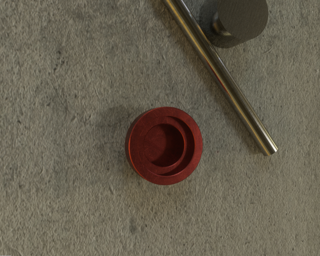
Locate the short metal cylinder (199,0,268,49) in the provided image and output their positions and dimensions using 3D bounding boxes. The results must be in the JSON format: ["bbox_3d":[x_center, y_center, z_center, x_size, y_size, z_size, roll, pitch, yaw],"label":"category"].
[{"bbox_3d":[0.103,-0.157,0.435,0.081,0.050,0.079,0,90,-21],"label":"short metal cylinder"}]

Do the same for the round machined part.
[{"bbox_3d":[0.002,0.022,0.402,0.099,0.042,0.097,0,90,-21],"label":"round machined part"}]

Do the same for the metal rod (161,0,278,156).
[{"bbox_3d":[0.082,-0.083,0.440,0.025,0.025,0.299,-40,103,-16],"label":"metal rod"}]
